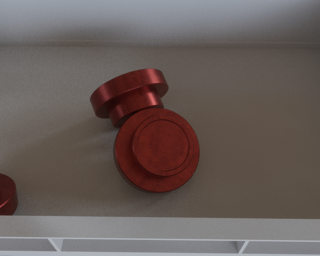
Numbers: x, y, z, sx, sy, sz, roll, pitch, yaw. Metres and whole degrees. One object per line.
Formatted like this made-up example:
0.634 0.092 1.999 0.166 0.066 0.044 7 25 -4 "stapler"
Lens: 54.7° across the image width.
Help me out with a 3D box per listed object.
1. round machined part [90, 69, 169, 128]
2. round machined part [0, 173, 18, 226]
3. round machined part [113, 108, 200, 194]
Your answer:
-0.034 -0.032 0.392 0.099 0.098 0.042 -20 79 -16 "round machined part"
-0.199 0.067 0.310 0.099 0.042 0.098 2 21 -1 "round machined part"
-0.001 0.023 0.348 0.099 0.042 0.098 4 74 -15 "round machined part"
